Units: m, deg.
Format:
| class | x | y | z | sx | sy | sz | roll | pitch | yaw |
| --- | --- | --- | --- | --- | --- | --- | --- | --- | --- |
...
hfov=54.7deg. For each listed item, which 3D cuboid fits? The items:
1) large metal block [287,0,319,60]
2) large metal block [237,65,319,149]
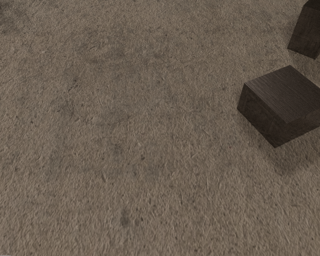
| class | x | y | z | sx | sy | sz | roll | pitch | yaw |
| --- | --- | --- | --- | --- | --- | --- | --- | --- | --- |
| large metal block | 0.266 | -0.176 | 0.519 | 0.050 | 0.080 | 0.080 | 32 | 57 | 23 |
| large metal block | 0.165 | -0.031 | 0.415 | 0.081 | 0.050 | 0.080 | -22 | 54 | -18 |
